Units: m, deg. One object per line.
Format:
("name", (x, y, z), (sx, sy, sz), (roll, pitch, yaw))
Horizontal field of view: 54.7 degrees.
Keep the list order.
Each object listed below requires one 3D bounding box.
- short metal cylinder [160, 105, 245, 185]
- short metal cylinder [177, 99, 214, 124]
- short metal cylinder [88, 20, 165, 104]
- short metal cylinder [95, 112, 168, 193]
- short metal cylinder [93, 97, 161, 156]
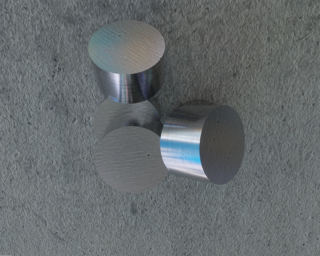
("short metal cylinder", (0.047, 0.016, 0.327), (0.050, 0.081, 0.080), (3, 118, 45))
("short metal cylinder", (0.051, 0.008, 0.401), (0.081, 0.050, 0.079), (0, 110, -1))
("short metal cylinder", (-0.035, -0.074, 0.347), (0.081, 0.080, 0.050), (0, 149, -1))
("short metal cylinder", (-0.029, 0.027, 0.353), (0.081, 0.050, 0.079), (0, 110, -1))
("short metal cylinder", (-0.039, -0.011, 0.393), (0.081, 0.050, 0.079), (0, 110, -1))
